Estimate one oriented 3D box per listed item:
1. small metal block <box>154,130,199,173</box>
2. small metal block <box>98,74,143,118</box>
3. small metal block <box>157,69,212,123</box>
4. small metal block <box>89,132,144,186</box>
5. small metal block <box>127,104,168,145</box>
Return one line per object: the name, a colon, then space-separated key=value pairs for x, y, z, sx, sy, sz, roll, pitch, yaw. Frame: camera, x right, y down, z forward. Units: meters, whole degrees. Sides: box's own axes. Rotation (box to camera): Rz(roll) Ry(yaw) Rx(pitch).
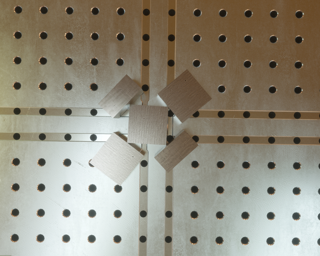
small metal block: x=0.020 y=0.028 z=0.401 sx=0.050 sy=0.050 sz=0.025 roll=-42 pitch=90 yaw=0
small metal block: x=-0.049 y=-0.039 z=0.400 sx=0.025 sy=0.050 sz=0.050 roll=44 pitch=91 yaw=-1
small metal block: x=0.032 y=-0.041 z=0.413 sx=0.050 sy=0.025 sz=0.050 roll=-40 pitch=90 yaw=0
small metal block: x=-0.056 y=0.040 z=0.413 sx=0.050 sy=0.025 sz=0.050 roll=38 pitch=89 yaw=-1
small metal block: x=-0.015 y=-0.004 z=0.413 sx=0.050 sy=0.025 sz=0.050 roll=4 pitch=89 yaw=1
